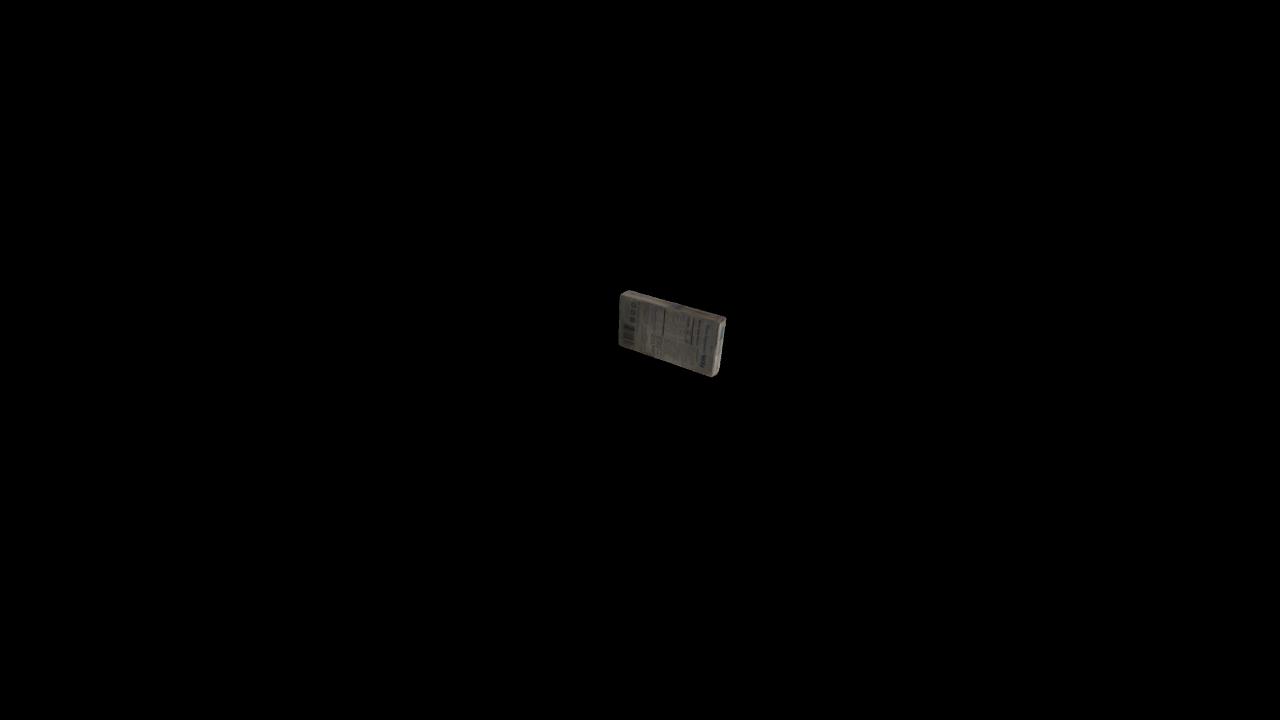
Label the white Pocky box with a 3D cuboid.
[{"bbox_3d":[0.040,-0.038,0.844,0.154,0.084,0.028,19,32,26],"label":"white Pocky box"}]
